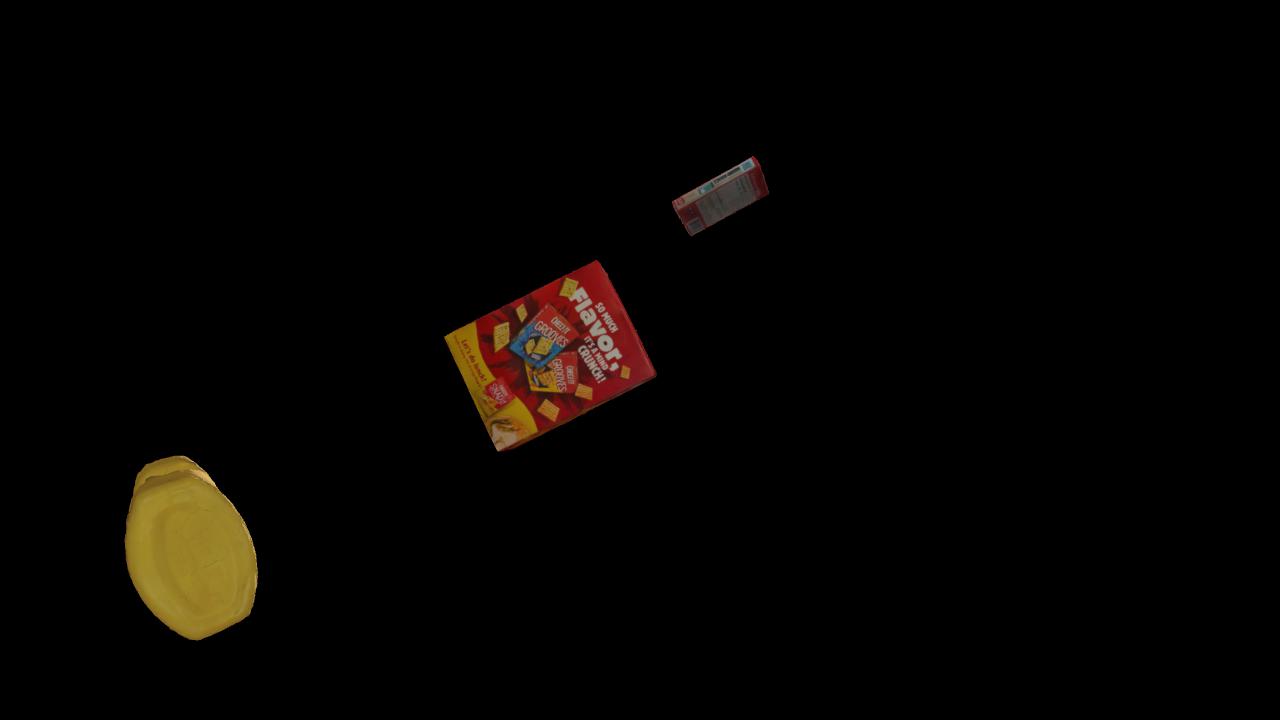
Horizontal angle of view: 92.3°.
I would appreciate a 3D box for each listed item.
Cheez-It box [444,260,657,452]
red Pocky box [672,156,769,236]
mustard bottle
[{"bbox_3d":[-0.113,-0.004,0.792,0.223,0.166,0.071,-27,-6,3],"label":"Cheez-It box"},{"bbox_3d":[0.138,-0.276,1.046,0.155,0.028,0.083,-27,-30,11],"label":"red Pocky box"},{"bbox_3d":[-0.294,0.107,0.397,0.054,0.092,0.184,-28,17,-36],"label":"mustard bottle"}]
